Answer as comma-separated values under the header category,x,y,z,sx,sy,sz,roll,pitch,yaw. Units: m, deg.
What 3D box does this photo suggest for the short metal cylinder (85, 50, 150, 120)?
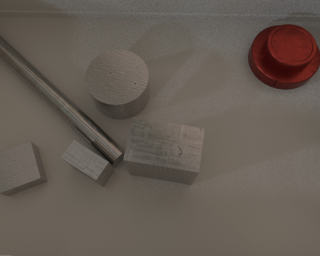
category,x,y,z,sx,sy,sz,roll,pitch,yaw
short metal cylinder,-0.055,-0.057,0.417,0.081,0.050,0.080,0,70,0

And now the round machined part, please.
category,x,y,z,sx,sy,sz,roll,pitch,yaw
round machined part,0.181,-0.108,0.442,0.099,0.042,0.098,0,70,-1

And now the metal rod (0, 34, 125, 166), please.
category,x,y,z,sx,sy,sz,roll,pitch,yaw
metal rod,-0.161,-0.057,0.428,0.300,0.025,0.025,41,75,13

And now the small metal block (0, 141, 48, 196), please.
category,x,y,z,sx,sy,sz,roll,pitch,yaw
small metal block,-0.176,0.051,0.389,0.050,0.025,0.050,-20,72,-8

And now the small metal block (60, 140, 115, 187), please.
category,x,y,z,sx,sy,sz,roll,pitch,yaw
small metal block,-0.087,0.045,0.379,0.050,0.050,0.025,30,73,10

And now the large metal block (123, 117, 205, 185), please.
category,x,y,z,sx,sy,sz,roll,pitch,yaw
large metal block,0.005,0.030,0.369,0.080,0.080,0.050,9,70,3
